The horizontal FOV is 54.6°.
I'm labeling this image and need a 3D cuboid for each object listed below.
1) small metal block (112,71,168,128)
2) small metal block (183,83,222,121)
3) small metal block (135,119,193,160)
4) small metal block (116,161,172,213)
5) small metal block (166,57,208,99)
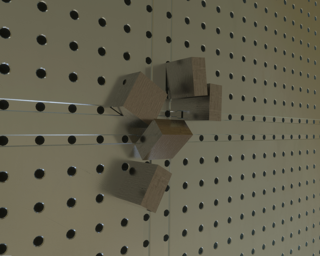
[{"bbox_3d":[-0.024,-0.034,0.388,0.050,0.025,0.050,37,67,-34],"label":"small metal block"},{"bbox_3d":[0.060,-0.035,0.442,0.025,0.050,0.050,3,88,-40],"label":"small metal block"},{"bbox_3d":[0.005,0.015,0.393,0.050,0.050,0.025,2,48,-40],"label":"small metal block"},{"bbox_3d":[-0.020,0.070,0.376,0.025,0.050,0.050,38,67,-34],"label":"small metal block"},{"bbox_3d":[0.036,-0.067,0.421,0.025,0.050,0.050,-8,96,-40],"label":"small metal block"}]
